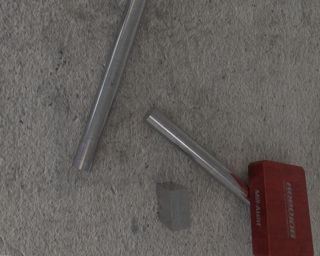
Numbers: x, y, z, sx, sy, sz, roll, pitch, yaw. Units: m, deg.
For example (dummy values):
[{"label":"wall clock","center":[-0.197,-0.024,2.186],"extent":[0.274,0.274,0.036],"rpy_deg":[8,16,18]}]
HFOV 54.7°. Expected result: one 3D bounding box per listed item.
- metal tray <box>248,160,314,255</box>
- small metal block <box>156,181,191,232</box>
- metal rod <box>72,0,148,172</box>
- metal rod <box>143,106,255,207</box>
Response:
[{"label":"metal tray","center":[0.173,0.117,0.444],"extent":[0.091,0.030,0.130],"rpy_deg":[12,69,-29]},{"label":"small metal block","center":[0.016,0.100,0.402],"extent":[0.025,0.050,0.050],"rpy_deg":[-5,92,-20]},{"label":"metal rod","center":[-0.051,-0.093,0.390],"extent":[0.025,0.025,0.299],"rpy_deg":[19,84,-19]},{"label":"metal rod","center":[0.097,0.073,0.444],"extent":[0.301,0.025,0.025],"rpy_deg":[40,78,-16]}]
